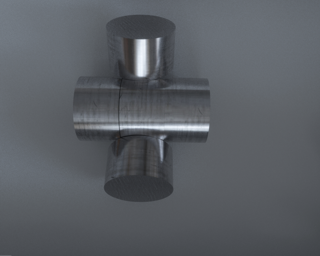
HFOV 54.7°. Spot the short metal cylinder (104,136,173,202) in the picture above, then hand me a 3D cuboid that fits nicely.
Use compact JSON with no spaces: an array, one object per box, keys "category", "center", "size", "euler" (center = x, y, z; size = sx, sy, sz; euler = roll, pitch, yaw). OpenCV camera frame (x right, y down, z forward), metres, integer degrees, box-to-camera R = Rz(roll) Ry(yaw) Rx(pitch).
[{"category":"short metal cylinder","center":[-0.025,0.051,0.375],"size":[0.081,0.080,0.050],"euler":[0,56,0]}]

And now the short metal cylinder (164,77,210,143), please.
[{"category":"short metal cylinder","center":[0.031,-0.022,0.383],"size":[0.050,0.080,0.080],"euler":[1,90,0]}]

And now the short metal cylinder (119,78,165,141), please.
[{"category":"short metal cylinder","center":[-0.020,-0.023,0.382],"size":[0.050,0.080,0.080],"euler":[1,90,0]}]

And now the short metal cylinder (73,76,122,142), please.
[{"category":"short metal cylinder","center":[-0.071,-0.023,0.382],"size":[0.050,0.080,0.080],"euler":[1,90,0]}]

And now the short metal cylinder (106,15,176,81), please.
[{"category":"short metal cylinder","center":[-0.023,-0.099,0.375],"size":[0.081,0.080,0.050],"euler":[2,128,0]}]
